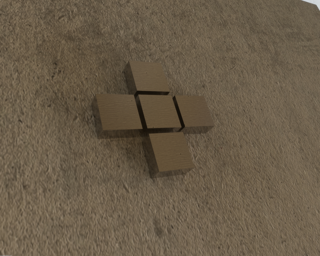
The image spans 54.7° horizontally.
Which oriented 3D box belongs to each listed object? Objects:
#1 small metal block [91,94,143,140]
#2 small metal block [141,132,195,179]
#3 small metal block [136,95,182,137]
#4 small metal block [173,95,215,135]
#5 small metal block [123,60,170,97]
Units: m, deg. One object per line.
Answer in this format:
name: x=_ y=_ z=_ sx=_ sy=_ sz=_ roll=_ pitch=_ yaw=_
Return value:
small metal block: x=-0.055 y=-0.014 z=0.386 sx=0.050 sy=0.025 sz=0.050 roll=-2 pitch=63 yaw=-30
small metal block: x=0.009 y=0.034 z=0.391 sx=0.050 sy=0.025 sz=0.050 roll=-2 pitch=63 yaw=-30
small metal block: x=-0.005 y=-0.016 z=0.414 sx=0.050 sy=0.025 sz=0.050 roll=-2 pitch=63 yaw=-30
small metal block: x=0.044 y=-0.019 z=0.442 sx=0.050 sy=0.025 sz=0.050 roll=-2 pitch=63 yaw=-30
small metal block: x=-0.020 y=-0.066 z=0.436 sx=0.050 sy=0.025 sz=0.050 roll=-2 pitch=63 yaw=-30
